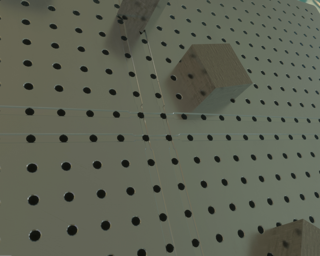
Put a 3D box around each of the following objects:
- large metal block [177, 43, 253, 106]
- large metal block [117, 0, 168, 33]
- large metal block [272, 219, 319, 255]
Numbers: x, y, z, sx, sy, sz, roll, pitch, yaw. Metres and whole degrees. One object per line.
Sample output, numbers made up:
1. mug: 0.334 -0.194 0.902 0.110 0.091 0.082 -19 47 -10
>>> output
1. large metal block: 0.086 -0.086 0.493 0.081 0.050 0.080 -11 68 -33
2. large metal block: -0.016 -0.214 0.497 0.050 0.080 0.080 36 51 -5
3. large metal block: 0.190 0.175 0.390 0.080 0.050 0.080 32 51 -8
